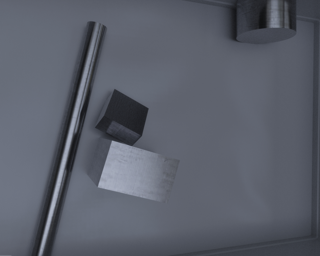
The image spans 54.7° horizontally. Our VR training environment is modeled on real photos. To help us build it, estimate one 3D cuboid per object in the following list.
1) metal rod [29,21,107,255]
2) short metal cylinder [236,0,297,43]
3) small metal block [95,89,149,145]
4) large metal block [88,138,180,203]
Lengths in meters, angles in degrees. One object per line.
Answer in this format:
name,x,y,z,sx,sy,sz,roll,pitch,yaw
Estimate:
metal rod,-0.110,0.019,0.370,0.025,0.025,0.298,14,85,-20
short metal cylinder,0.149,-0.155,0.438,0.081,0.080,0.050,-1,91,-20
small metal block,-0.046,-0.013,0.381,0.050,0.025,0.050,30,42,-18
large metal block,-0.034,0.048,0.369,0.081,0.080,0.050,18,84,-20
